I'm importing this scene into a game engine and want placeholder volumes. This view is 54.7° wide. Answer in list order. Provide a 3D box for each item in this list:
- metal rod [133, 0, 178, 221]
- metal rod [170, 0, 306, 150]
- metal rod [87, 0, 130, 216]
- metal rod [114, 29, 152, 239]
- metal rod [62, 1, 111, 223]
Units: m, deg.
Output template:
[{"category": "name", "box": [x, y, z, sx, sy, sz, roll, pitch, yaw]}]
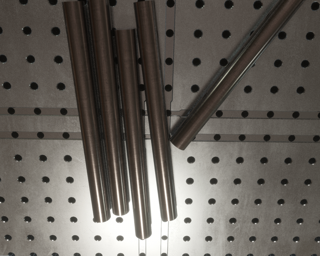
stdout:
[{"category": "metal rod", "box": [-0.002, -0.008, 0.410, 0.025, 0.025, 0.298, -6, 110, 2]}, {"category": "metal rod", "box": [0.110, -0.092, 0.381, 0.025, 0.025, 0.299, 34, 106, -12]}, {"category": "metal rod", "box": [-0.065, -0.017, 0.406, 0.025, 0.025, 0.298, -3, 110, 0]}, {"category": "metal rod", "box": [-0.034, 0.022, 0.420, 0.025, 0.025, 0.298, -3, 110, 1]}, {"category": "metal rod", "box": [-0.093, -0.006, 0.409, 0.025, 0.025, 0.298, -3, 110, 0]}]
